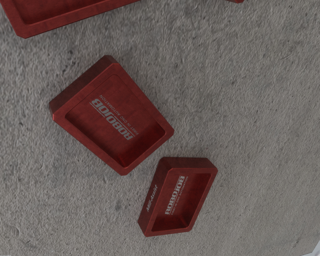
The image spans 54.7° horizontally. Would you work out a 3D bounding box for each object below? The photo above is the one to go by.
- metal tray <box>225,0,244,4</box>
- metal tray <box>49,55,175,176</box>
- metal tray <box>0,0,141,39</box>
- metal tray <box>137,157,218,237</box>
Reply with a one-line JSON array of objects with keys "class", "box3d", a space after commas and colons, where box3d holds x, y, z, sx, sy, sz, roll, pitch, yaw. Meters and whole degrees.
[{"class": "metal tray", "box3d": [0.091, -0.212, 0.321, 0.090, 0.030, 0.130, 29, 102, -38]}, {"class": "metal tray", "box3d": [-0.052, -0.009, 0.369, 0.090, 0.030, 0.130, -41, 130, 0]}, {"class": "metal tray", "box3d": [-0.080, -0.144, 0.270, 0.131, 0.030, 0.090, -24, 128, -14]}, {"class": "metal tray", "box3d": [0.027, 0.108, 0.484, 0.091, 0.030, 0.129, 5, 116, -31]}]
